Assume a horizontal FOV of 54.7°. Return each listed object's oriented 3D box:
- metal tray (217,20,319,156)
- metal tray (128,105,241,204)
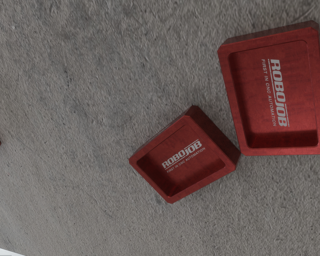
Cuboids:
[{"bbox_3d":[0.119,-0.034,0.319,0.090,0.030,0.129,-5,116,30],"label":"metal tray"},{"bbox_3d":[0.029,0.040,0.413,0.090,0.030,0.129,47,129,-5],"label":"metal tray"}]
